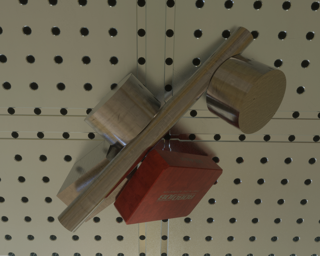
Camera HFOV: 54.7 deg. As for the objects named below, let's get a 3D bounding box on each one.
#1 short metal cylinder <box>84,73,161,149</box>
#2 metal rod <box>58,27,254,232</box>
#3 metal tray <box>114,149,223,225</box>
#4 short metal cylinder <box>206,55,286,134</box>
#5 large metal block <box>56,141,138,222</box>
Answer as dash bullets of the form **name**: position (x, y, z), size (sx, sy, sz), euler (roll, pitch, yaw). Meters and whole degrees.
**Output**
- **short metal cylinder**: position (-0.045, -0.020, 0.376), size (0.080, 0.080, 0.050), euler (-41, 105, 13)
- **metal rod**: position (0.001, -0.004, 0.355), size (0.025, 0.025, 0.300), euler (45, 82, -15)
- **metal tray**: position (0.016, 0.076, 0.396), size (0.131, 0.030, 0.090), euler (13, 117, -50)
- **short metal cylinder**: position (0.102, -0.040, 0.366), size (0.081, 0.050, 0.079), euler (-24, 132, -29)
- **large metal block**: position (-0.077, 0.061, 0.405), size (0.080, 0.080, 0.050), euler (-38, 106, 12)
